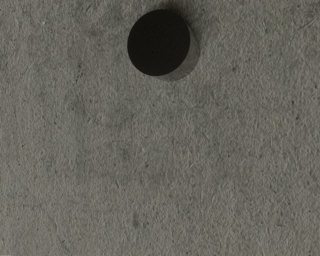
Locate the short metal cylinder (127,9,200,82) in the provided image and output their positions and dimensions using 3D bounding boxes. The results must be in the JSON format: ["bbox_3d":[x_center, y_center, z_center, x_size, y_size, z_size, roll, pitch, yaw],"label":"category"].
[{"bbox_3d":[0.006,-0.102,0.394,0.080,0.050,0.080,0,90,20],"label":"short metal cylinder"}]
